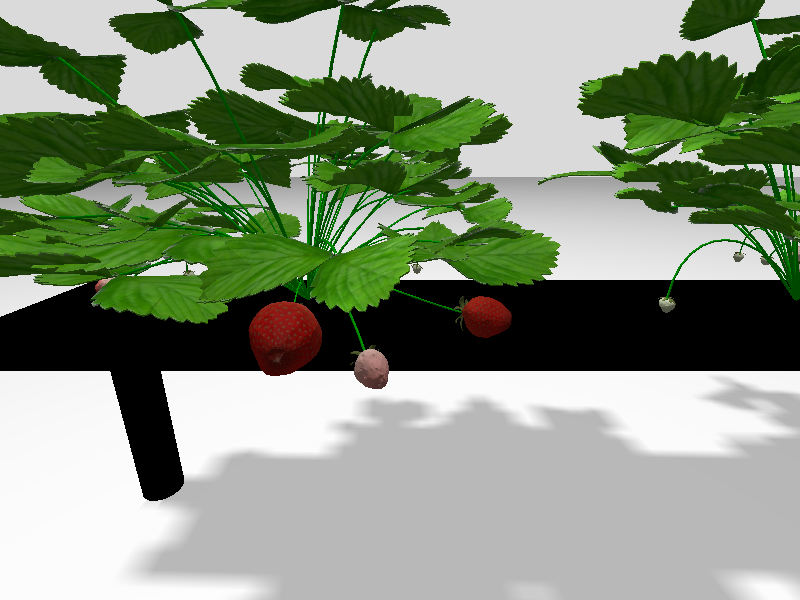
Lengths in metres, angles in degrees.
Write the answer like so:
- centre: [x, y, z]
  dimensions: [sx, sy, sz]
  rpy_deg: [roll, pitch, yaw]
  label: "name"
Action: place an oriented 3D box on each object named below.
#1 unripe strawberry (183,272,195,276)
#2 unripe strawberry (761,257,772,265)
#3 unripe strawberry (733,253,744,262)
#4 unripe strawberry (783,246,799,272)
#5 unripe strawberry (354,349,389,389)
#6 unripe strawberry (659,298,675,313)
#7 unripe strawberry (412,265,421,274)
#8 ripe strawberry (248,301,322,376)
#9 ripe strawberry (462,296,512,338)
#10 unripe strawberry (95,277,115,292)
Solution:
- centre: [-0.219, -0.024, 0.416]
  dimensions: [0.011, 0.012, 0.011]
  rpy_deg: [7, 20, 20]
  label: "unripe strawberry"
- centre: [0.458, -0.049, 0.501]
  dimensions: [0.011, 0.011, 0.010]
  rpy_deg: [12, 22, 32]
  label: "unripe strawberry"
- centre: [0.418, -0.052, 0.494]
  dimensions: [0.010, 0.011, 0.011]
  rpy_deg: [7, 20, 20]
  label: "unripe strawberry"
- centre: [0.453, -0.045, 0.452]
  dimensions: [0.032, 0.034, 0.035]
  rpy_deg: [17, 25, 41]
  label: "unripe strawberry"
- centre: [-0.015, 0.039, 0.220]
  dimensions: [0.020, 0.022, 0.021]
  rpy_deg: [-8, 38, -23]
  label: "unripe strawberry"
- centre: [0.208, 0.004, 0.313]
  dimensions: [0.010, 0.011, 0.011]
  rpy_deg: [-7, 20, -18]
  label: "unripe strawberry"
- centre: [0.019, -0.035, 0.453]
  dimensions: [0.010, 0.010, 0.011]
  rpy_deg: [-16, 24, -38]
  label: "unripe strawberry"
- centre: [-0.068, 0.025, 0.236]
  dimensions: [0.042, 0.045, 0.045]
  rpy_deg: [-2, 20, -7]
  label: "ripe strawberry"
- centre: [0.063, 0.012, 0.287]
  dimensions: [0.034, 0.029, 0.034]
  rpy_deg: [11, 22, 27]
  label: "ripe strawberry"
- centre: [-0.265, -0.013, 0.369]
  dimensions: [0.025, 0.024, 0.027]
  rpy_deg: [-6, 19, 3]
  label: "unripe strawberry"
